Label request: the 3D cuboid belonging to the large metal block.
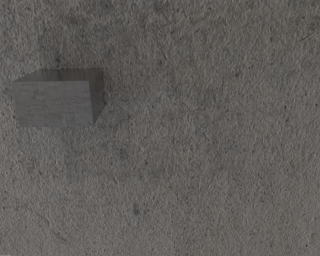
[{"bbox_3d":[-0.113,-0.039,0.365,0.080,0.080,0.050,-1,110,0],"label":"large metal block"}]
